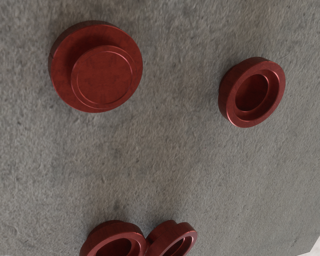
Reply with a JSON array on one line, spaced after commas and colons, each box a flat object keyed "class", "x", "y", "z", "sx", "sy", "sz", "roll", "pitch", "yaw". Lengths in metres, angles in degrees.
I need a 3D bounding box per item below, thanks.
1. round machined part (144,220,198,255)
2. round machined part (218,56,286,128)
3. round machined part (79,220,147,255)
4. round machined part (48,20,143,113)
[{"class": "round machined part", "x": 0.012, "y": 0.192, "z": 0.513, "sx": 0.099, "sy": 0.042, "sz": 0.097, "roll": -28, "pitch": 140, "yaw": -26}, {"class": "round machined part", "x": 0.122, "y": -0.053, "z": 0.432, "sx": 0.099, "sy": 0.042, "sz": 0.097, "roll": -14, "pitch": 125, "yaw": -21}, {"class": "round machined part", "x": -0.073, "y": 0.179, "z": 0.468, "sx": 0.099, "sy": 0.042, "sz": 0.097, "roll": -14, "pitch": 124, "yaw": -21}, {"class": "round machined part", "x": -0.063, "y": -0.059, "z": 0.326, "sx": 0.099, "sy": 0.042, "sz": 0.097, "roll": -14, "pitch": 125, "yaw": -21}]
